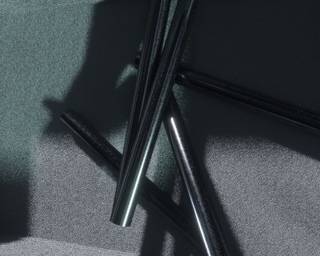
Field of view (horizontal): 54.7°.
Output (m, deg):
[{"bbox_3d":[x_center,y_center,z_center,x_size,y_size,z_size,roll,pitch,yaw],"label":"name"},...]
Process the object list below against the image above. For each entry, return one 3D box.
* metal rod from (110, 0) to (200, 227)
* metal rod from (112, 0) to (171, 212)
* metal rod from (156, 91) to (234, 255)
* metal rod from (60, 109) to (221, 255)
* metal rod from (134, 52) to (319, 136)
[{"bbox_3d":[-0.003,-0.032,0.372,0.025,0.025,0.299,16,86,19],"label":"metal rod"},{"bbox_3d":[-0.023,-0.029,0.390,0.025,0.025,0.298,12,94,19],"label":"metal rod"},{"bbox_3d":[0.041,0.069,0.330,0.025,0.025,0.299,-29,56,17],"label":"metal rod"},{"bbox_3d":[-0.027,0.075,0.418,0.300,0.025,0.025,40,103,15],"label":"metal rod"},{"bbox_3d":[0.104,-0.036,0.373,0.301,0.025,0.025,23,98,18],"label":"metal rod"}]
